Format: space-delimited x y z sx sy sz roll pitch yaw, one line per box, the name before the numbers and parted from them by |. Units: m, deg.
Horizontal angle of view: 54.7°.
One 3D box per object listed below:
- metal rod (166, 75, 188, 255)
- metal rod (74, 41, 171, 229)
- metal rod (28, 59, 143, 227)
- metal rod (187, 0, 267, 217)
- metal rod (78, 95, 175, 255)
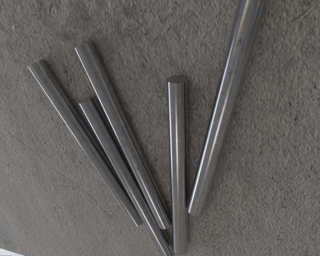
metal rod | 0.027 0.071 0.436 0.025 0.025 0.298 11 123 22
metal rod | -0.044 0.024 0.444 0.025 0.025 0.299 -9 114 32
metal rod | -0.106 0.033 0.483 0.025 0.025 0.299 -19 109 35
metal rod | 0.070 -0.002 0.368 0.025 0.025 0.298 20 126 16
metal rod | -0.044 0.088 0.484 0.025 0.025 0.299 -12 113 33
